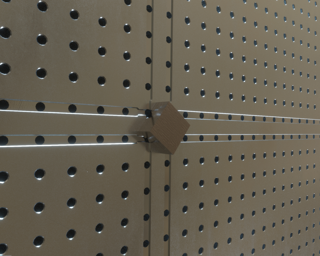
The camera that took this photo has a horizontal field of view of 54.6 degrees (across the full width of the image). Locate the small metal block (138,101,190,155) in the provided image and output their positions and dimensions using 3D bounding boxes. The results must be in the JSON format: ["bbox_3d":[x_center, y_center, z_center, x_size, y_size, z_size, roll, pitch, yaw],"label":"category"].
[{"bbox_3d":[0.007,0.000,0.414,0.050,0.025,0.050,46,63,-31],"label":"small metal block"}]
